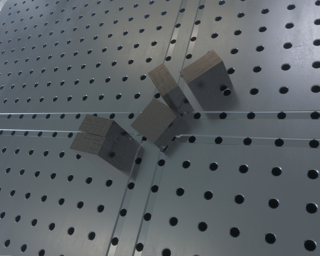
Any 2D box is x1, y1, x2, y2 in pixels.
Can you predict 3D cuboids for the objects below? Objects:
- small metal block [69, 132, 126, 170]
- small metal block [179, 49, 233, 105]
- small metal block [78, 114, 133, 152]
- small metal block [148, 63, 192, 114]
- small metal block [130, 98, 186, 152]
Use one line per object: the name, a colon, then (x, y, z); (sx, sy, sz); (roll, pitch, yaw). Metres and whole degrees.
small metal block: (-0.083, 0.031, 0.418); (0.050, 0.050, 0.025); (9, 66, 32)
small metal block: (0.060, -0.064, 0.401); (0.050, 0.050, 0.025); (-33, 52, 7)
small metal block: (-0.075, 0.008, 0.428); (0.050, 0.050, 0.025); (12, 68, 33)
small metal block: (0.014, -0.051, 0.417); (0.025, 0.050, 0.050); (-33, 51, 7)
small metal block: (-0.002, -0.005, 0.414); (0.050, 0.025, 0.050); (35, 81, 38)
